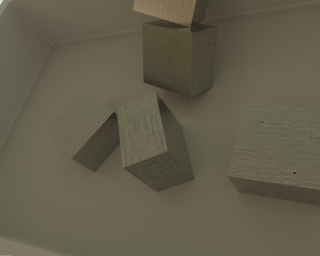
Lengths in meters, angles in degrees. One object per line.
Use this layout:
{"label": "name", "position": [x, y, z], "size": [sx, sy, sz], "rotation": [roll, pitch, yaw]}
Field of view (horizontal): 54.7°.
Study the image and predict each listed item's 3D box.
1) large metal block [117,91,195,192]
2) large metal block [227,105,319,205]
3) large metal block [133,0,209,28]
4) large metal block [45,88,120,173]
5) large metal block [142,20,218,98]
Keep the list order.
{"label": "large metal block", "position": [-0.005, 0.018, 0.361], "size": [0.050, 0.080, 0.080], "rotation": [-22, 54, 15]}
{"label": "large metal block", "position": [0.121, 0.025, 0.311], "size": [0.080, 0.050, 0.080], "rotation": [4, 64, 30]}
{"label": "large metal block", "position": [0.019, -0.179, 0.381], "size": [0.080, 0.079, 0.050], "rotation": [23, 35, 16]}
{"label": "large metal block", "position": [-0.101, 0.002, 0.440], "size": [0.080, 0.050, 0.080], "rotation": [-49, 52, -7]}
{"label": "large metal block", "position": [0.024, -0.094, 0.406], "size": [0.080, 0.079, 0.050], "rotation": [24, 37, 36]}
